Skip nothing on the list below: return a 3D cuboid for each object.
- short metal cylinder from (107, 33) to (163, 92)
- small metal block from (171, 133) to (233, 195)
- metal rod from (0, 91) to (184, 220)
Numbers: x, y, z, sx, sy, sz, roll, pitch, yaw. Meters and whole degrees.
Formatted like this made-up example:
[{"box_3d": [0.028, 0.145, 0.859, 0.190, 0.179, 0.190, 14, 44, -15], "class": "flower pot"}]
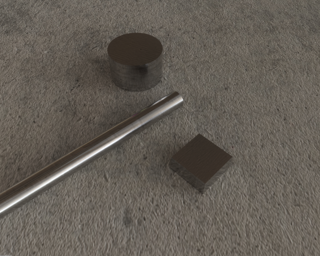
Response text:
[{"box_3d": [-0.036, -0.101, 0.471, 0.081, 0.050, 0.080, 0, 50, 0], "class": "short metal cylinder"}, {"box_3d": [0.049, 0.041, 0.369, 0.050, 0.025, 0.050, 37, 59, 26], "class": "small metal block"}, {"box_3d": [-0.091, 0.032, 0.374, 0.302, 0.025, 0.025, -32, 57, -25], "class": "metal rod"}]
